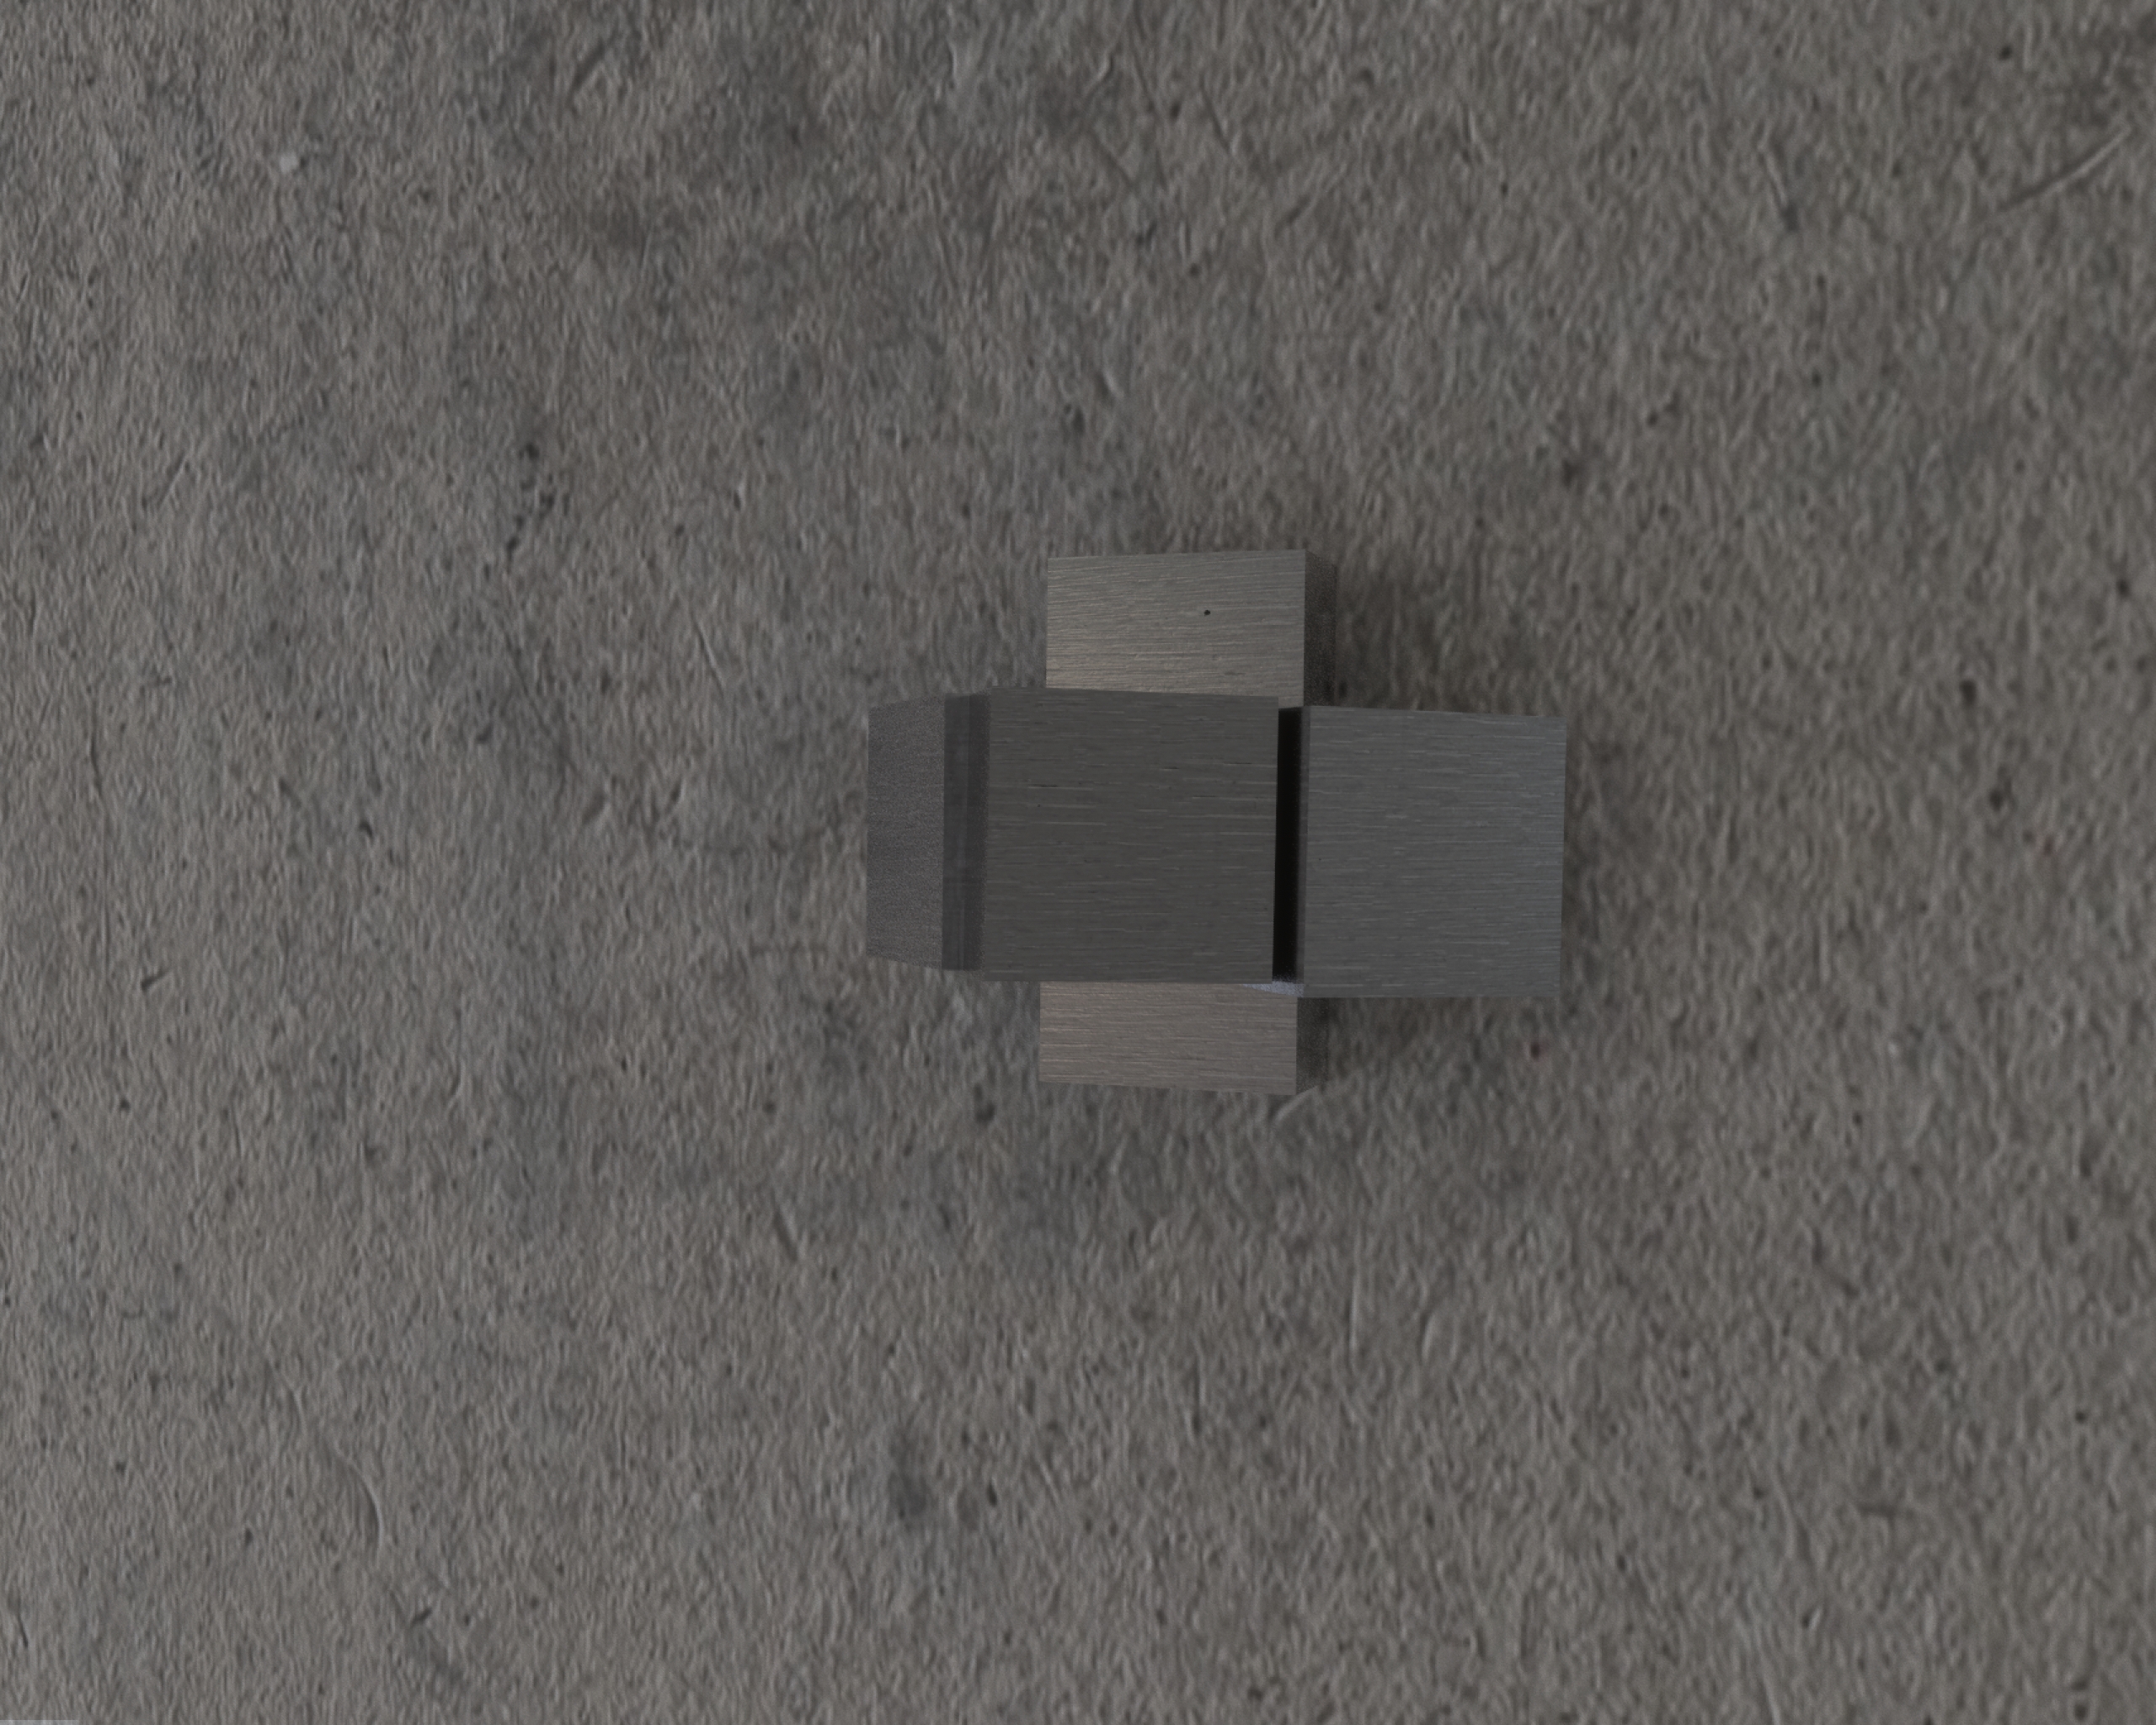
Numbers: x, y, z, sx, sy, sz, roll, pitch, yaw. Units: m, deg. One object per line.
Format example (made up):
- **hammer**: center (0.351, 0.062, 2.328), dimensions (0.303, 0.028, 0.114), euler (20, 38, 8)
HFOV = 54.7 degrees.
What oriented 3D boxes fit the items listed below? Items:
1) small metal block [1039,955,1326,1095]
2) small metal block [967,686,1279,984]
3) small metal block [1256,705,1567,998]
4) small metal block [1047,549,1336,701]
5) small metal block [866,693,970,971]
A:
- **small metal block**: center (0.021, 0.017, 0.402), dimensions (0.050, 0.025, 0.050), euler (1, 90, 20)
- **small metal block**: center (0.007, -0.004, 0.368), dimensions (0.050, 0.025, 0.050), euler (1, 90, -12)
- **small metal block**: center (0.059, -0.002, 0.374), dimensions (0.050, 0.025, 0.050), euler (1, 91, -20)
- **small metal block**: center (0.022, -0.033, 0.401), dimensions (0.050, 0.025, 0.050), euler (1, 90, 20)
- **small metal block**: center (-0.021, -0.006, 0.401), dimensions (0.025, 0.050, 0.050), euler (1, 90, -22)
